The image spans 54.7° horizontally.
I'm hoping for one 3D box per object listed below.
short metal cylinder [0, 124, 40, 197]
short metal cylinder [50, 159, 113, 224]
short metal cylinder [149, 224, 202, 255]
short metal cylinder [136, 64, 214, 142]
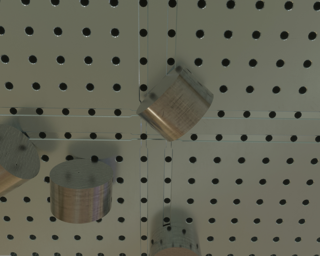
[{"bbox_3d":[-0.203,0.042,0.398,0.050,0.080,0.080,-31,107,11],"label":"short metal cylinder"},{"bbox_3d":[-0.104,0.082,0.413,0.081,0.080,0.050,5,110,-2],"label":"short metal cylinder"},{"bbox_3d":[0.023,0.196,0.472,0.081,0.050,0.079,0,110,0],"label":"short metal cylinder"},{"bbox_3d":[0.017,-0.030,0.373,0.050,0.080,0.080,43,105,-14],"label":"short metal cylinder"}]
